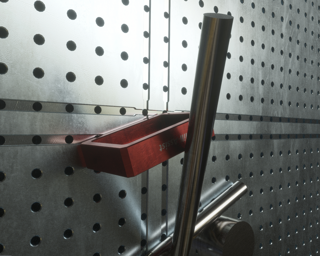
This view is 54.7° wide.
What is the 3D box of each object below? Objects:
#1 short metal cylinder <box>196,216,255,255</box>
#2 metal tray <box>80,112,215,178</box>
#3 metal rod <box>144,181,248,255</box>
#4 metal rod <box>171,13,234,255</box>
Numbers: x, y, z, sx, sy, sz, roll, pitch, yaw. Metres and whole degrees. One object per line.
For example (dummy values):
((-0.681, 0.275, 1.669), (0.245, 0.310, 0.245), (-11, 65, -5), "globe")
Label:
((0.103, 0.180, 0.482), (0.081, 0.050, 0.079), (0, 90, -40), "short metal cylinder")
((-0.012, 0.013, 0.358), (0.131, 0.090, 0.030), (-22, 105, -38), "metal tray")
((0.030, 0.155, 0.437), (0.302, 0.025, 0.025), (-26, 107, -37), "metal rod")
((0.037, 0.036, 0.329), (0.025, 0.025, 0.298), (-22, 129, -38), "metal rod")
